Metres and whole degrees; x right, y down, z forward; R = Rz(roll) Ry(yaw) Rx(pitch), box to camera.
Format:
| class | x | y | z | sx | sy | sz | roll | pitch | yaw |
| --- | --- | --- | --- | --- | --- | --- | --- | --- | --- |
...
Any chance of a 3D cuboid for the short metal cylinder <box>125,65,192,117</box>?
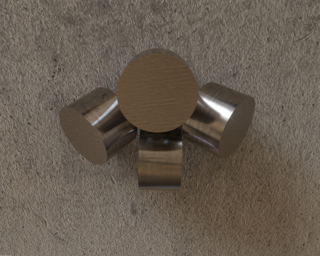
| class | x | y | z | sx | sy | sz | roll | pitch | yaw |
| --- | --- | --- | --- | --- | --- | --- | --- | --- | --- |
| short metal cylinder | 0.000 | -0.042 | 0.382 | 0.081 | 0.050 | 0.079 | 0 | 110 | -1 |

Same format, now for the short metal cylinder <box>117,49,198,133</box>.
| class | x | y | z | sx | sy | sz | roll | pitch | yaw |
| --- | --- | --- | --- | --- | --- | --- | --- | --- | --- |
| short metal cylinder | -0.002 | -0.041 | 0.328 | 0.081 | 0.050 | 0.079 | 0 | 110 | -1 |

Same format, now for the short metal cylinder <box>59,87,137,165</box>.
| class | x | y | z | sx | sy | sz | roll | pitch | yaw |
| --- | --- | --- | --- | --- | --- | --- | --- | --- | --- |
| short metal cylinder | -0.074 | -0.002 | 0.374 | 0.080 | 0.050 | 0.079 | 28 | 139 | 28 |

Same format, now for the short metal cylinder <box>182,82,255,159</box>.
| class | x | y | z | sx | sy | sz | roll | pitch | yaw |
| --- | --- | --- | --- | --- | --- | --- | --- | --- | --- |
| short metal cylinder | 0.071 | -0.009 | 0.373 | 0.050 | 0.081 | 0.079 | 28 | 113 | 31 |

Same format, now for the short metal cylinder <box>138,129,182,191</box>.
| class | x | y | z | sx | sy | sz | roll | pitch | yaw |
| --- | --- | --- | --- | --- | --- | --- | --- | --- | --- |
| short metal cylinder | 0.000 | 0.039 | 0.395 | 0.050 | 0.080 | 0.079 | 2 | 110 | -1 |
